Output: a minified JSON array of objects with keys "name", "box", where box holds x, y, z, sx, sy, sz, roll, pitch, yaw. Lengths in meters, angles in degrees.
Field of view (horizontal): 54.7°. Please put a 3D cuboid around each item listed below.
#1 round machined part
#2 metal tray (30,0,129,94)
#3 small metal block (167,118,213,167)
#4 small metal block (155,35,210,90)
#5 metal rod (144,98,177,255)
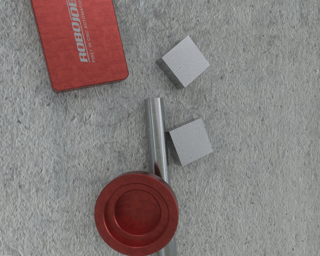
[{"name":"round machined part","box":[-0.026,0.101,0.379,0.099,0.042,0.097,0,92,4]},{"name":"metal tray","box":[-0.097,-0.114,0.371,0.091,0.030,0.129,-14,95,-20]},{"name":"small metal block","box":[0.038,0.018,0.424,0.050,0.025,0.050,-23,98,-19]},{"name":"small metal block","box":[0.031,-0.088,0.422,0.050,0.025,0.050,-43,104,-15]},{"name":"metal rod","box":[0.005,0.110,0.411,0.025,0.025,0.298,-6,92,-20]}]
